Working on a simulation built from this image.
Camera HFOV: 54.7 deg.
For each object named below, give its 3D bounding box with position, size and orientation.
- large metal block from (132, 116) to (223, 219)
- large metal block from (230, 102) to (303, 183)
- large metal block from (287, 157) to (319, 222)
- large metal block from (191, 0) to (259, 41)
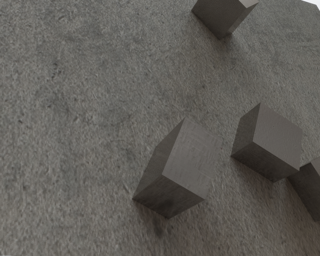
[{"bbox_3d":[0.019,0.047,0.352,0.050,0.080,0.080,32,51,-8],"label":"large metal block"},{"bbox_3d":[0.161,0.022,0.464,0.080,0.050,0.080,32,51,-8],"label":"large metal block"},{"bbox_3d":[0.256,0.086,0.476,0.081,0.050,0.080,-16,70,-35],"label":"large metal block"},{"bbox_3d":[0.118,-0.225,0.572,0.080,0.080,0.050,49,51,5],"label":"large metal block"}]
